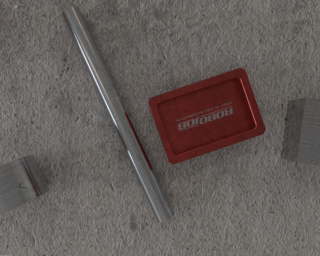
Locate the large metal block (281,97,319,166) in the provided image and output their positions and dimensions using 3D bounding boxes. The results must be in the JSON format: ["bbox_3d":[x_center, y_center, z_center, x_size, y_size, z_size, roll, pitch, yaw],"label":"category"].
[{"bbox_3d":[0.211,0.008,0.399,0.080,0.050,0.080,8,90,0],"label":"large metal block"}]

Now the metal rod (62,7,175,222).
[{"bbox_3d":[-0.055,-0.017,0.409,0.025,0.025,0.299,-25,90,0],"label":"metal rod"}]

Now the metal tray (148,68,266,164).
[{"bbox_3d":[0.060,-0.015,0.407,0.131,0.030,0.090,-19,90,0],"label":"metal tray"}]

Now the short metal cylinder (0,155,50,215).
[{"bbox_3d":[-0.185,0.073,0.381,0.080,0.080,0.050,-25,90,0],"label":"short metal cylinder"}]
